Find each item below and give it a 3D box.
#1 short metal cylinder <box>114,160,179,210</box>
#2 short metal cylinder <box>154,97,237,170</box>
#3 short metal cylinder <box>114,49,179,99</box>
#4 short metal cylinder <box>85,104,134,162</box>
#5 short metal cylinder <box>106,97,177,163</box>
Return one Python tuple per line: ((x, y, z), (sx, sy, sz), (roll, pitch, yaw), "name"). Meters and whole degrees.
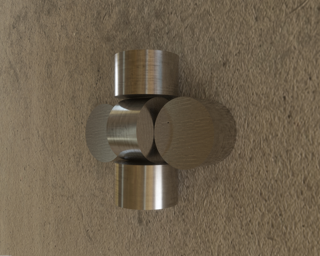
((-0.017, 0.067, 0.386), (0.080, 0.081, 0.050), (0, 90, 40), "short metal cylinder")
((0.040, 0.005, 0.357), (0.080, 0.050, 0.080), (0, 91, 40), "short metal cylinder")
((-0.017, -0.063, 0.385), (0.080, 0.081, 0.050), (0, 90, 40), "short metal cylinder")
((-0.060, 0.007, 0.440), (0.080, 0.050, 0.080), (0, 90, 39), "short metal cylinder")
((-0.019, 0.002, 0.387), (0.050, 0.081, 0.080), (1, 91, 40), "short metal cylinder")
